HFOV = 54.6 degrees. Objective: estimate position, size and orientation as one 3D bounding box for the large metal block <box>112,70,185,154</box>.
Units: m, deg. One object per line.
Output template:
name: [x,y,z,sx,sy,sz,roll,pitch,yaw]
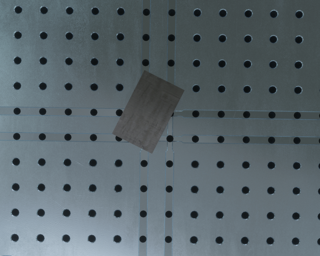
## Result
large metal block: [-0.013,-0.018,0.386,0.050,0.080,0.080,27,90,0]
